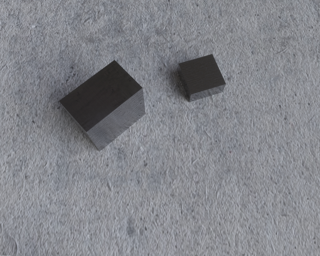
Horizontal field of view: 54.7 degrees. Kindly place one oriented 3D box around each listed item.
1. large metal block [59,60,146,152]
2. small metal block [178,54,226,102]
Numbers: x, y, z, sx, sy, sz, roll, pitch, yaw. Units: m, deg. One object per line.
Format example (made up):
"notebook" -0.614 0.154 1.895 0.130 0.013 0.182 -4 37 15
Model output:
"large metal block" -0.066 -0.025 0.387 0.080 0.080 0.050 -40 75 -13
"small metal block" 0.057 -0.070 0.434 0.050 0.025 0.050 -17 71 -6
